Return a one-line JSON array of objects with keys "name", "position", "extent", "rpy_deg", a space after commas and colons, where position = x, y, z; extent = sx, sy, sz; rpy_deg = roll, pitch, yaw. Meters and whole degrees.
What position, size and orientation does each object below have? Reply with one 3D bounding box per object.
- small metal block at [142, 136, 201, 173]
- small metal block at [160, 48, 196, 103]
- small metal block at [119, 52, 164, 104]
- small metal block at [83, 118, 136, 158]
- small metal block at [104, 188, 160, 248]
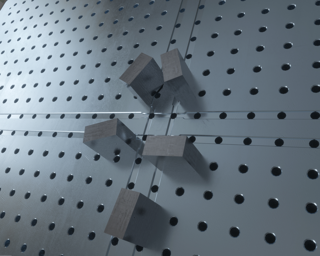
[{"name": "small metal block", "position": [0.015, 0.031, 0.366], "extent": [0.050, 0.050, 0.025], "rpy_deg": [-1, 62, 28]}, {"name": "small metal block", "position": [0.025, -0.071, 0.424], "extent": [0.025, 0.050, 0.050], "rpy_deg": [-19, 54, 17]}, {"name": "small metal block", "position": [-0.023, -0.071, 0.449], "extent": [0.025, 0.050, 0.050], "rpy_deg": [34, 81, 38]}, {"name": "small metal block", "position": [-0.067, 0.015, 0.419], "extent": [0.050, 0.050, 0.025], "rpy_deg": [-13, 56, 21]}, {"name": "small metal block", "position": [-0.030, 0.101, 0.347], "extent": [0.025, 0.050, 0.050], "rpy_deg": [7, 65, 31]}]
